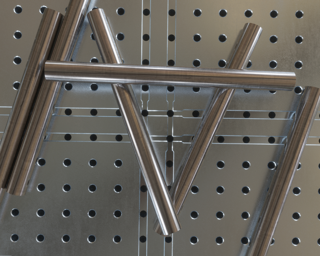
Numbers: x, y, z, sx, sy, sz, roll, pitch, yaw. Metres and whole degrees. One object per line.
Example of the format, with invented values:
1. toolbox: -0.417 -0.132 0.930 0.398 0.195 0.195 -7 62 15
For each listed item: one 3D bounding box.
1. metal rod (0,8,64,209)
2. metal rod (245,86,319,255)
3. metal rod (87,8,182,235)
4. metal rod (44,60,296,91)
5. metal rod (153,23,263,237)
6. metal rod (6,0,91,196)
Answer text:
1. metal rod: -0.187 -0.012 0.412 0.025 0.025 0.299 18 90 0
2. metal rod: 0.157 0.089 0.414 0.025 0.025 0.299 19 90 0
3. metal rod: -0.035 -0.012 0.399 0.025 0.025 0.299 -20 85 0
4. metal rod: 0.015 -0.064 0.382 0.302 0.025 0.025 2 90 -4
5. metal rod: 0.063 0.002 0.413 0.025 0.025 0.299 24 90 0
6. metal rod: -0.144 -0.056 0.412 0.025 0.025 0.299 19 90 0
